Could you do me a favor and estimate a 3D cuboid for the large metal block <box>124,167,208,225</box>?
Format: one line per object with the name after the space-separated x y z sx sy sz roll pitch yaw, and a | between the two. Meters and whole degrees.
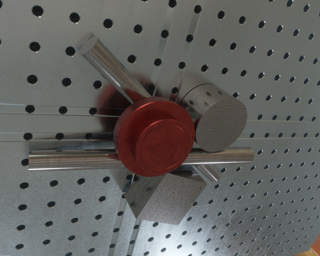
0.008 0.091 0.454 0.080 0.050 0.080 22 107 -37 | large metal block

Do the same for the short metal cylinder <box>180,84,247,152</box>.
0.071 -0.014 0.426 0.081 0.050 0.079 -14 125 -21 | short metal cylinder

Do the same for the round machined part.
-0.002 0.015 0.366 0.099 0.042 0.097 -8 113 -20 | round machined part

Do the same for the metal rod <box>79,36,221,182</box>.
0.008 -0.004 0.415 0.025 0.025 0.300 -44 130 2 | metal rod

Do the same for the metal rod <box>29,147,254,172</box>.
-0.009 0.039 0.408 0.303 0.025 0.025 1 118 -21 | metal rod
